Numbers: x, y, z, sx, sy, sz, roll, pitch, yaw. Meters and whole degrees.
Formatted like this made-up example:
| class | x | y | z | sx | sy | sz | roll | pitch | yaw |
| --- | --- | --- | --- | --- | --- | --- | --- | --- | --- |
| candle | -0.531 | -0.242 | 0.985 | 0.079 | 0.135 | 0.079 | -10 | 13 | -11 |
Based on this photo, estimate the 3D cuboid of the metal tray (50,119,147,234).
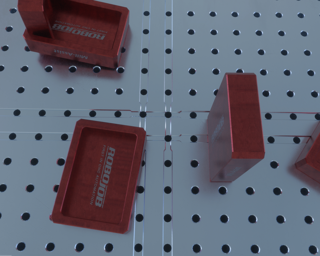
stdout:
| class | x | y | z | sx | sy | sz | roll | pitch | yaw |
| --- | --- | --- | --- | --- | --- | --- | --- | --- | --- |
| metal tray | -0.072 | 0.059 | 0.386 | 0.091 | 0.030 | 0.130 | 8 | 70 | 2 |

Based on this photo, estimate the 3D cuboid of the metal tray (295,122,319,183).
| class | x | y | z | sx | sy | sz | roll | pitch | yaw |
| --- | --- | --- | --- | --- | --- | --- | --- | --- | --- |
| metal tray | 0.256 | 0.047 | 0.394 | 0.130 | 0.030 | 0.090 | 34 | 73 | 11 |

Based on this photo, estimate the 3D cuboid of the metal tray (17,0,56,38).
| class | x | y | z | sx | sy | sz | roll | pitch | yaw |
| --- | --- | --- | --- | --- | --- | --- | --- | --- | --- |
| metal tray | -0.171 | -0.192 | 0.443 | 0.030 | 0.090 | 0.129 | -2 | 70 | -8 |

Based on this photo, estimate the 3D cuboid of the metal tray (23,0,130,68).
| class | x | y | z | sx | sy | sz | roll | pitch | yaw |
| --- | --- | --- | --- | --- | --- | --- | --- | --- | --- |
| metal tray | -0.117 | -0.144 | 0.451 | 0.131 | 0.030 | 0.090 | 11 | 68 | -3 |

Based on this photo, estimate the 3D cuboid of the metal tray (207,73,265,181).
| class | x | y | z | sx | sy | sz | roll | pitch | yaw |
| --- | --- | --- | --- | --- | --- | --- | --- | --- | --- |
| metal tray | 0.081 | 0.006 | 0.355 | 0.030 | 0.130 | 0.090 | 0 | 70 | 0 |
